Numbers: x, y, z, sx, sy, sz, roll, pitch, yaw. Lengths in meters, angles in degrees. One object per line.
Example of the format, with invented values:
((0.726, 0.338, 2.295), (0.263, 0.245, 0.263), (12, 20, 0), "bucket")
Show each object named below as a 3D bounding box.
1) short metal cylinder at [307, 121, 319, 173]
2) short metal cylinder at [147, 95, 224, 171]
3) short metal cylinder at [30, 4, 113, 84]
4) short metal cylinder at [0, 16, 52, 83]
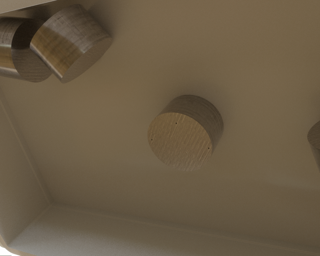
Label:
((0.187, 0.020, 0.287), (0.080, 0.080, 0.050), (-15, 111, 34), "short metal cylinder")
((0.032, 0.006, 0.379), (0.080, 0.050, 0.079), (13, 124, 21), "short metal cylinder")
((-0.103, -0.098, 0.367), (0.050, 0.080, 0.080), (48, 129, -6), "short metal cylinder")
((-0.180, -0.103, 0.404), (0.050, 0.080, 0.079), (12, 124, 21), "short metal cylinder")
